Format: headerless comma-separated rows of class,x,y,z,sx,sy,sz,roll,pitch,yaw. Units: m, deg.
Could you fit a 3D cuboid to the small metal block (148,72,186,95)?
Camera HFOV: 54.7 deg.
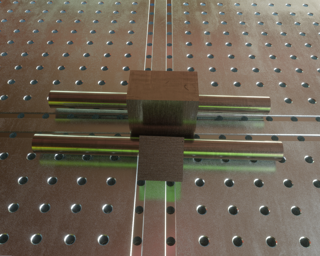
small metal block,0.009,-0.064,0.442,0.050,0.025,0.050,1,16,0

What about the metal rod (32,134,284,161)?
metal rod,-0.003,0.024,0.383,0.302,0.025,0.025,2,50,1

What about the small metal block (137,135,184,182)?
small metal block,0.001,0.035,0.358,0.050,0.025,0.050,2,87,1

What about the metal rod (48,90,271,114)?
metal rod,-0.001,-0.036,0.432,0.302,0.025,0.025,2,50,1

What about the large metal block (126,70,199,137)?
large metal block,0.004,-0.024,0.386,0.081,0.080,0.050,1,50,1
